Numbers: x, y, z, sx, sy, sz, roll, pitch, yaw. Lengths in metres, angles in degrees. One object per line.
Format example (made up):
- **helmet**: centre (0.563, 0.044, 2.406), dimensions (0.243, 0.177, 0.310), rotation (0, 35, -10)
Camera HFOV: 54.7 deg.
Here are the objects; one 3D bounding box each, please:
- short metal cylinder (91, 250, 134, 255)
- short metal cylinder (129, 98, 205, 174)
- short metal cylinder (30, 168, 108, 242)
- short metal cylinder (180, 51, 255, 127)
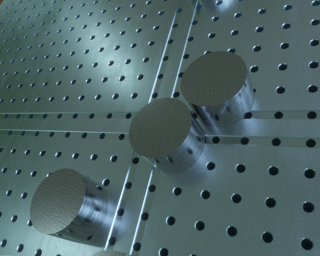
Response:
- **short metal cylinder**: centre (-0.043, 0.168, 0.310), dimensions (0.080, 0.050, 0.080), rotation (-13, 56, 20)
- **short metal cylinder**: centre (0.009, 0.010, 0.380), dimensions (0.080, 0.050, 0.080), rotation (-13, 56, 20)
- **short metal cylinder**: centre (-0.113, 0.097, 0.390), dimensions (0.080, 0.050, 0.080), rotation (-13, 56, 20)
- **short metal cylinder**: centre (0.072, -0.047, 0.383), dimensions (0.080, 0.050, 0.080), rotation (-13, 56, 20)
